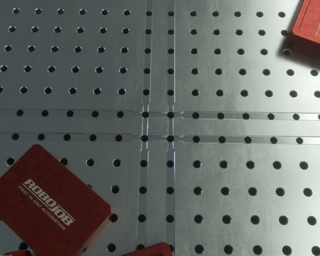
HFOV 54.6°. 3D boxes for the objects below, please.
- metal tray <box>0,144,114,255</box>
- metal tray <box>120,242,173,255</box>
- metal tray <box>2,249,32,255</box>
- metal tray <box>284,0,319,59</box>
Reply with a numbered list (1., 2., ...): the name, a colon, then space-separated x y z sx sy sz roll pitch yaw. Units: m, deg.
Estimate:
1. metal tray: -0.132 0.093 0.375 0.130 0.030 0.090 37 74 12
2. metal tray: -0.041 0.189 0.339 0.131 0.030 0.090 -16 71 -6
3. metal tray: -0.150 0.206 0.314 0.090 0.030 0.130 -40 69 3
4. metal tray: 0.255 -0.167 0.471 0.090 0.030 0.130 24 72 8
